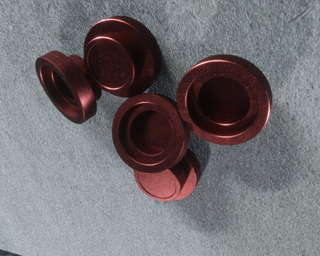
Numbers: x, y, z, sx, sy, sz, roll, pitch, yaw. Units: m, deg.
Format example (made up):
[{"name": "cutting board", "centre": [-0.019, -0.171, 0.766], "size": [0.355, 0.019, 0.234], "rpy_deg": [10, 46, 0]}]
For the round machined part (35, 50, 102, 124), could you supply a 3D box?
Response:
[{"name": "round machined part", "centre": [-0.115, -0.057, 0.407], "size": [0.098, 0.042, 0.097], "rpy_deg": [33, 146, 27]}]

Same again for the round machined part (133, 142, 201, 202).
[{"name": "round machined part", "centre": [0.004, 0.063, 0.432], "size": [0.098, 0.042, 0.097], "rpy_deg": [13, 124, 20]}]

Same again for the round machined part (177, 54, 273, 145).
[{"name": "round machined part", "centre": [0.071, -0.033, 0.338], "size": [0.098, 0.042, 0.097], "rpy_deg": [13, 124, 20]}]

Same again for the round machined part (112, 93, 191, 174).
[{"name": "round machined part", "centre": [-0.008, 0.005, 0.389], "size": [0.098, 0.042, 0.097], "rpy_deg": [3, 96, 25]}]

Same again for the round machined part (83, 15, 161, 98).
[{"name": "round machined part", "centre": [-0.051, -0.081, 0.372], "size": [0.098, 0.042, 0.097], "rpy_deg": [13, 124, 20]}]
